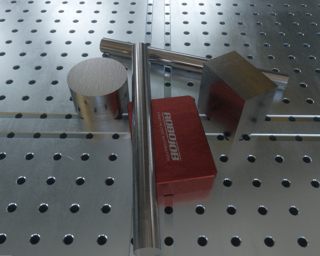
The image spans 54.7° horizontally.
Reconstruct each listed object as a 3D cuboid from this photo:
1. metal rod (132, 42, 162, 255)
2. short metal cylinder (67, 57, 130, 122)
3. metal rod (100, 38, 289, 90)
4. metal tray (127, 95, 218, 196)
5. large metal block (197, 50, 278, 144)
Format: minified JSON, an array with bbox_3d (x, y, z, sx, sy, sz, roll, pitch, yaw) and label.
[{"bbox_3d":[-0.021,-0.004,0.371,0.025,0.025,0.300,-3,50,-3],"label":"metal rod"},{"bbox_3d":[-0.085,-0.055,0.436,0.081,0.050,0.080,1,50,0],"label":"short metal cylinder"},{"bbox_3d":[0.047,-0.105,0.496,0.301,0.025,0.025,14,51,11],"label":"metal rod"},{"bbox_3d":[0.010,0.018,0.389,0.091,0.030,0.130,-7,50,-6],"label":"metal tray"},{"bbox_3d":[0.097,-0.041,0.407,0.050,0.080,0.080,-24,54,-19],"label":"large metal block"}]
